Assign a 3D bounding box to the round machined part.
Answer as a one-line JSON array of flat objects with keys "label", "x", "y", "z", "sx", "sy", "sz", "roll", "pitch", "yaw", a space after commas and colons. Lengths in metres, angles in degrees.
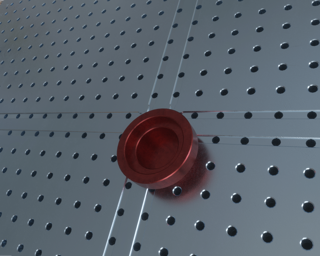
[{"label": "round machined part", "x": 0.000, "y": 0.028, "z": 0.379, "sx": 0.098, "sy": 0.042, "sz": 0.098, "roll": -13, "pitch": 56, "yaw": 20}]
